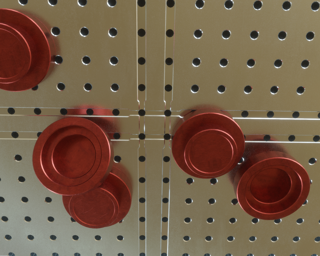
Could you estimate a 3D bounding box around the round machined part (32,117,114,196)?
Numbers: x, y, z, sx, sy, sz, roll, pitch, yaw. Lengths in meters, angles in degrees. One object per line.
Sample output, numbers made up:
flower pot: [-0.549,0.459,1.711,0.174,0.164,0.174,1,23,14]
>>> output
round machined part: [-0.108,0.038,0.402,0.099,0.042,0.098,-1,79,4]

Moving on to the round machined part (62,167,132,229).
round machined part: [-0.090,0.103,0.441,0.099,0.042,0.097,0,110,-1]

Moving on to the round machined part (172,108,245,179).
round machined part: [0.065,0.026,0.415,0.099,0.042,0.097,0,110,-1]

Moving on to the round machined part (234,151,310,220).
round machined part: [0.152,0.076,0.435,0.099,0.042,0.097,0,110,-1]

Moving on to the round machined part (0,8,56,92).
round machined part: [-0.180,-0.090,0.368,0.099,0.042,0.097,0,110,-1]
